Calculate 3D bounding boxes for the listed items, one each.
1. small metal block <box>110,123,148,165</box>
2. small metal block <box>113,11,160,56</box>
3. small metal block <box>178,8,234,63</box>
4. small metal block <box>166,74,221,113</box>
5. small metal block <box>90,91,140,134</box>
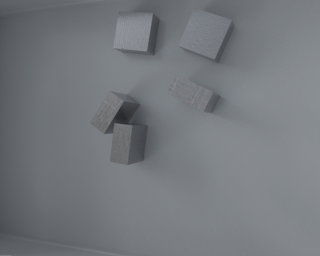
[{"bbox_3d":[-0.040,0.020,0.411,0.025,0.050,0.050,8,93,20],"label":"small metal block"},{"bbox_3d":[-0.032,-0.128,0.422,0.050,0.025,0.050,10,94,19],"label":"small metal block"},{"bbox_3d":[0.059,-0.116,0.390,0.050,0.025,0.050,26,98,18],"label":"small metal block"},{"bbox_3d":[0.043,-0.041,0.382,0.050,0.050,0.025,29,100,17],"label":"small metal block"},{"bbox_3d":[-0.059,-0.020,0.418,0.025,0.050,0.050,36,102,16],"label":"small metal block"}]
